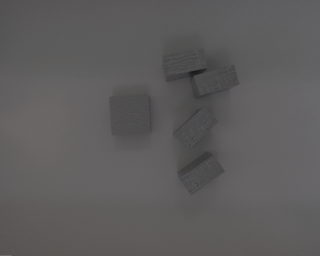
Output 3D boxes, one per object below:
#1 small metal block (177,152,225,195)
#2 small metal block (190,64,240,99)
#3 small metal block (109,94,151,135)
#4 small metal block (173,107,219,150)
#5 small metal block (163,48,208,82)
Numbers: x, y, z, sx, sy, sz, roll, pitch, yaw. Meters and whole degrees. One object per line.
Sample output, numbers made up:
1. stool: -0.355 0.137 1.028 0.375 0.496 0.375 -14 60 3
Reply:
1. small metal block: 0.051 0.057 0.399 0.050 0.050 0.025 -35 90 0
2. small metal block: 0.069 -0.058 0.399 0.050 0.050 0.025 -16 90 0
3. small metal block: -0.039 -0.017 0.411 0.050 0.025 0.050 -4 90 0
4. small metal block: 0.044 0.000 0.399 0.050 0.050 0.025 -43 90 0
5. small metal block: 0.030 -0.080 0.399 0.050 0.050 0.025 -11 90 0
